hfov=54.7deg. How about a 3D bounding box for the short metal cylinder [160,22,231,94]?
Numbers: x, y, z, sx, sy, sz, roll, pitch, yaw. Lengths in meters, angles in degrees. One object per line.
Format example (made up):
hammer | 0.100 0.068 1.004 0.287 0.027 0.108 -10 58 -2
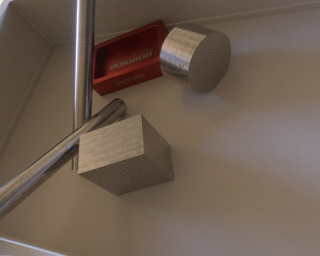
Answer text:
short metal cylinder | 0.046 -0.090 0.401 0.050 0.080 0.080 33 80 38

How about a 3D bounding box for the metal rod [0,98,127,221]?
metal rod | -0.130 0.045 0.351 0.025 0.025 0.301 6 34 30

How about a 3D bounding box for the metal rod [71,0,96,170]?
metal rod | -0.106 -0.091 0.436 0.025 0.025 0.298 0 87 28

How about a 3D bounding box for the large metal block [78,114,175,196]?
large metal block | -0.038 0.036 0.367 0.080 0.080 0.050 -19 55 17

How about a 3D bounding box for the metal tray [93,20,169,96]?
metal tray | -0.048 -0.111 0.493 0.130 0.030 0.090 -15 55 19
